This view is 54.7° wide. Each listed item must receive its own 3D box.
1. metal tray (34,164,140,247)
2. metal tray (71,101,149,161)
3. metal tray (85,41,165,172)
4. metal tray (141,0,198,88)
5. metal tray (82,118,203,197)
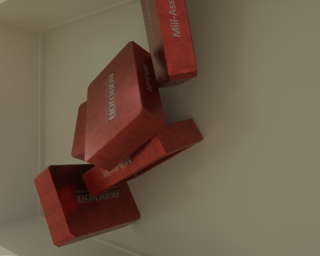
[{"bbox_3d":[-0.090,0.094,0.408,0.030,0.131,0.090,-36,68,25],"label":"metal tray"},{"bbox_3d":[-0.071,-0.010,0.440,0.130,0.030,0.090,-21,55,37],"label":"metal tray"},{"bbox_3d":[-0.044,-0.028,0.346,0.090,0.030,0.130,-40,39,26],"label":"metal tray"},{"bbox_3d":[0.006,-0.115,0.350,0.090,0.030,0.129,-171,71,-81],"label":"metal tray"},{"bbox_3d":[-0.022,0.036,0.378,0.130,0.091,0.030,-34,79,34],"label":"metal tray"}]
